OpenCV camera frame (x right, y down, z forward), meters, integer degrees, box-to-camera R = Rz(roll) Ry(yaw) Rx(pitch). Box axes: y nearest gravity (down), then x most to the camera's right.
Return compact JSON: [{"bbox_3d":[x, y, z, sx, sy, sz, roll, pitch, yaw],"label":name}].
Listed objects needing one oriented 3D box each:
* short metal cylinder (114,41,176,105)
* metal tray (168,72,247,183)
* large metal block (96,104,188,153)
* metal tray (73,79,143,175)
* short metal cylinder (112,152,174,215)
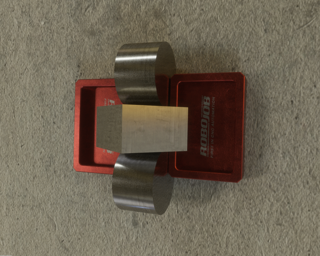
[{"bbox_3d":[-0.015,-0.065,0.386,0.050,0.080,0.079,2,91,20],"label":"short metal cylinder"},{"bbox_3d":[0.059,-0.002,0.387,0.090,0.030,0.129,2,91,19],"label":"metal tray"},{"bbox_3d":[-0.023,0.000,0.367,0.080,0.081,0.050,3,93,60],"label":"large metal block"},{"bbox_3d":[-0.073,-0.002,0.434,0.090,0.030,0.129,2,91,19],"label":"metal tray"},{"bbox_3d":[-0.018,0.065,0.387,0.050,0.080,0.079,2,91,20],"label":"short metal cylinder"}]
